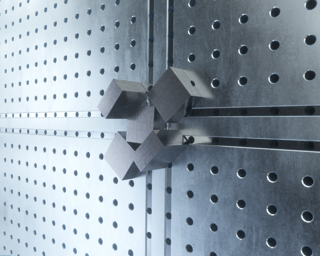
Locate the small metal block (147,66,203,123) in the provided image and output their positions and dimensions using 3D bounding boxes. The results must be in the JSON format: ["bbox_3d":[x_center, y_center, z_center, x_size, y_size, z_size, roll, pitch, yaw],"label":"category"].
[{"bbox_3d":[0.018,-0.041,0.396,0.050,0.025,0.050,-48,62,30],"label":"small metal block"}]

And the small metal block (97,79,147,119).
[{"bbox_3d":[-0.052,-0.040,0.437,0.025,0.050,0.050,51,121,27],"label":"small metal block"}]

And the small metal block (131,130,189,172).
[{"bbox_3d":[0.000,0.028,0.394,0.050,0.050,0.025,-50,60,28],"label":"small metal block"}]

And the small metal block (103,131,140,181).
[{"bbox_3d":[-0.050,0.040,0.451,0.050,0.025,0.050,45,117,30],"label":"small metal block"}]

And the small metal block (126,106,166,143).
[{"bbox_3d":[-0.019,-0.004,0.425,0.050,0.025,0.050,5,92,41],"label":"small metal block"}]
